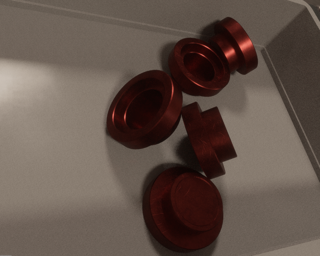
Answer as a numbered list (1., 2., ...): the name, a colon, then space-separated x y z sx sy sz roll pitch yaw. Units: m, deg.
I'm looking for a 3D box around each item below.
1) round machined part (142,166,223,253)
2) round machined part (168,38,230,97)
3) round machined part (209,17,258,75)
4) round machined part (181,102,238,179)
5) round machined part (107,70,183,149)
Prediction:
1. round machined part: 0.033 0.090 0.359 0.099 0.042 0.098 14 56 -21
2. round machined part: 0.056 -0.089 0.481 0.099 0.042 0.098 14 56 -21
3. round machined part: 0.116 -0.130 0.516 0.042 0.098 0.098 -32 77 2
4. round machined part: 0.065 0.012 0.389 0.098 0.042 0.098 -22 90 -79
5. round machined part: -0.014 -0.018 0.373 0.042 0.098 0.098 40 43 -42
